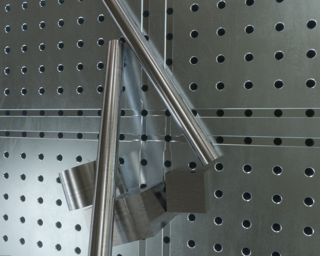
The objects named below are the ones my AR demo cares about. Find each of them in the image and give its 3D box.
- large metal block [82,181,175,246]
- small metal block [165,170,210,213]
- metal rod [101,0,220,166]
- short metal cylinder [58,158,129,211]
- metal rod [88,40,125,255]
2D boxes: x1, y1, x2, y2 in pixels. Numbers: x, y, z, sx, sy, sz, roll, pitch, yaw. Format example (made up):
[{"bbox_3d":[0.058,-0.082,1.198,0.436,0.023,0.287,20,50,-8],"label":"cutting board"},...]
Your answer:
[{"bbox_3d":[-0.037,0.110,0.395,0.080,0.080,0.050,-20,84,18],"label":"large metal block"},{"bbox_3d":[0.036,0.081,0.399,0.050,0.025,0.050,-3,89,19],"label":"small metal block"},{"bbox_3d":[-0.011,-0.084,0.415,0.025,0.025,0.299,-34,79,16],"label":"metal rod"},{"bbox_3d":[-0.088,0.072,0.413,0.080,0.080,0.050,-20,84,18],"label":"short metal cylinder"},{"bbox_3d":[-0.062,0.021,0.375,0.025,0.025,0.299,-8,65,19],"label":"metal rod"}]
